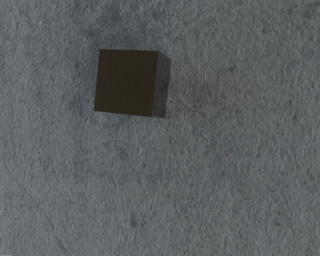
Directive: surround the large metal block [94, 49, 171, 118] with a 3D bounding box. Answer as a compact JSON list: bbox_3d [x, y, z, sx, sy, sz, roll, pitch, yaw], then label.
[{"bbox_3d":[-0.035,-0.057,0.407,0.080,0.050,0.079,7,92,19],"label":"large metal block"}]
